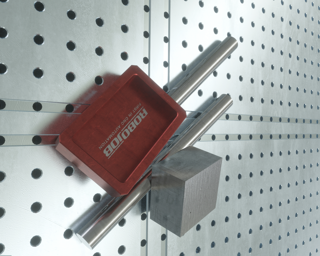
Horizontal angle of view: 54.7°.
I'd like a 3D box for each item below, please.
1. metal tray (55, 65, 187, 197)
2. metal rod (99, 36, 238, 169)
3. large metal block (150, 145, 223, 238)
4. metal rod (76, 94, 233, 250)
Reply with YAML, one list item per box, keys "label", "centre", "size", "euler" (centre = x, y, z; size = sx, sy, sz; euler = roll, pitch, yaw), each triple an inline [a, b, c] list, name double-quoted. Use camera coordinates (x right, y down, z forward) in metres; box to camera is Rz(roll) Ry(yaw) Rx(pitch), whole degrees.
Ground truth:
- label: "metal tray"
  centre: [-0.039, 0.001, 0.351]
  size: [0.090, 0.030, 0.130]
  euler: [43, 60, -7]
- label: "metal rod"
  centre: [0.026, -0.047, 0.433]
  size: [0.301, 0.025, 0.025]
  euler: [-46, 118, -31]
- label: "large metal block"
  centre: [0.034, 0.079, 0.403]
  size: [0.081, 0.050, 0.079]
  euler: [-22, 123, -45]
- label: "metal rod"
  centre: [0.012, 0.040, 0.421]
  size: [0.302, 0.025, 0.025]
  euler: [-42, 116, -32]
